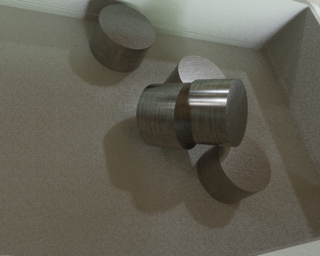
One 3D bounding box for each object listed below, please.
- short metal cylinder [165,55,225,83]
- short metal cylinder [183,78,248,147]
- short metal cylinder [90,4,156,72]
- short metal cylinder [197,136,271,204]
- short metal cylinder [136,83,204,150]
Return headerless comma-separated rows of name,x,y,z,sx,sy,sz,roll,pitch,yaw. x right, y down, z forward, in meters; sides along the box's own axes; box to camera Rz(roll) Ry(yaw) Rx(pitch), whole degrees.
short metal cylinder,0.051,-0.059,0.453,0.081,0.050,0.080,14,56,-21
short metal cylinder,0.069,-0.019,0.371,0.080,0.050,0.079,-9,101,-58
short metal cylinder,-0.053,-0.126,0.438,0.081,0.050,0.080,14,56,-21
short metal cylinder,0.097,0.054,0.409,0.081,0.050,0.080,14,56,-21
short metal cylinder,0.015,-0.015,0.381,0.080,0.050,0.079,-9,100,-58
